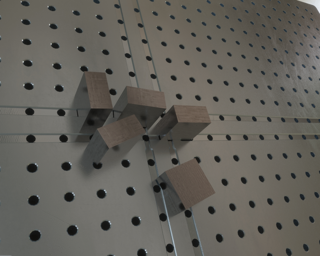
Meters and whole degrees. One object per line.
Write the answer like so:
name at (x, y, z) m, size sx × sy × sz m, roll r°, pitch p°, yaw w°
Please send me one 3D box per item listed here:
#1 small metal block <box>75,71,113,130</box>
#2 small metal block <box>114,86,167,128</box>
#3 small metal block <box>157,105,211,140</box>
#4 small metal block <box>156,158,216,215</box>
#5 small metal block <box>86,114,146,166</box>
small metal block at (-0.080, -0.032, 0.369) m, size 0.025 × 0.050 × 0.050 m, roll -1°, pitch 62°, yaw -29°
small metal block at (-0.027, -0.026, 0.395) m, size 0.050 × 0.050 × 0.025 m, roll 6°, pitch 59°, yaw -25°
small metal block at (0.031, -0.006, 0.415) m, size 0.050 × 0.050 × 0.025 m, roll 0°, pitch 62°, yaw -28°
small metal block at (0.032, 0.072, 0.383) m, size 0.050 × 0.025 × 0.050 m, roll -19°, pitch 72°, yaw -35°
small metal block at (-0.052, 0.014, 0.357) m, size 0.050 × 0.050 × 0.025 m, roll -25°, pitch 76°, yaw -37°
